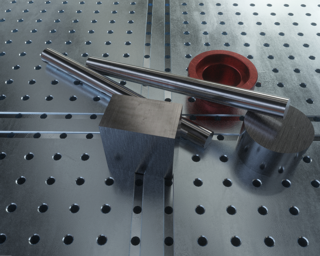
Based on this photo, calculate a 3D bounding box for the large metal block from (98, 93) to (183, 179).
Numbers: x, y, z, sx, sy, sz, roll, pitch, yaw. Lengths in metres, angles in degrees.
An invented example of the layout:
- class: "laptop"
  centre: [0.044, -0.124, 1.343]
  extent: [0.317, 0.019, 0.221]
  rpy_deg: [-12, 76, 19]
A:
- class: "large metal block"
  centre: [-0.019, 0.011, 0.362]
  extent: [0.080, 0.080, 0.050]
  rpy_deg: [9, 51, 7]

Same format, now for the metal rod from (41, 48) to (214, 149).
- class: "metal rod"
  centre: [-0.060, -0.051, 0.449]
  extent: [0.300, 0.025, 0.025]
  rpy_deg: [29, 56, 21]

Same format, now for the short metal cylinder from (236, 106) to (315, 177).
- class: "short metal cylinder"
  centre: [0.139, 0.013, 0.382]
  extent: [0.081, 0.050, 0.080]
  rpy_deg: [0, 50, 0]

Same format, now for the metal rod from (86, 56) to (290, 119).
- class: "metal rod"
  centre: [0.018, -0.062, 0.422]
  extent: [0.300, 0.025, 0.025]
  rpy_deg: [18, 51, 28]

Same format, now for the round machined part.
- class: "round machined part"
  centre: [0.089, -0.068, 0.455]
  extent: [0.099, 0.042, 0.098]
  rpy_deg: [0, 50, 0]
